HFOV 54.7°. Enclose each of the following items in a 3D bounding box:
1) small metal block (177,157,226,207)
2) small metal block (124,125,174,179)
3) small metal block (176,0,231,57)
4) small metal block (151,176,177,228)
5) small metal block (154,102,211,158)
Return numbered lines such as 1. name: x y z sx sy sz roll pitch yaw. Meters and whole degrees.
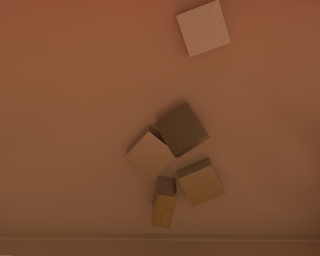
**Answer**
1. small metal block: 0.058 0.077 0.440 0.050 0.025 0.050 -25 108 8
2. small metal block: -0.012 0.033 0.423 0.050 0.025 0.050 39 106 -13
3. small metal block: 0.050 -0.118 0.368 0.050 0.025 0.050 -19 109 7
4. small metal block: 0.005 0.103 0.436 0.025 0.050 0.050 11 110 -4
5. small metal block: 0.029 0.003 0.399 0.050 0.025 0.050 -34 73 8
